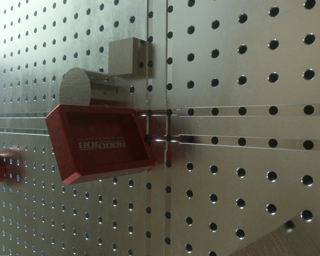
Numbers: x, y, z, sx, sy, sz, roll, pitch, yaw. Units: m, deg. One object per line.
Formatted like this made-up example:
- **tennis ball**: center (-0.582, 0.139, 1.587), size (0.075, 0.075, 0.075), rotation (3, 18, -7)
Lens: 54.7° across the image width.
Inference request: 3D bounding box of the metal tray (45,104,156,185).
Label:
- **metal tray**: center (-0.072, 0.018, 0.400), size (0.030, 0.131, 0.090), rotation (-34, 69, 35)

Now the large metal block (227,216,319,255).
- **large metal block**: center (0.115, 0.145, 0.298), size (0.080, 0.050, 0.080), rotation (-45, 63, 30)

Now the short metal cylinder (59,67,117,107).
- **short metal cylinder**: center (-0.113, -0.052, 0.487), size (0.080, 0.050, 0.079), rotation (0, 90, 40)

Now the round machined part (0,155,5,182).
- **round machined part**: center (-0.402, 0.097, 0.730), size (0.098, 0.042, 0.097), rotation (0, 90, 40)

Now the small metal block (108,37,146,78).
- **small metal block**: center (-0.049, -0.101, 0.450), size (0.050, 0.025, 0.050), rotation (3, 92, 40)
